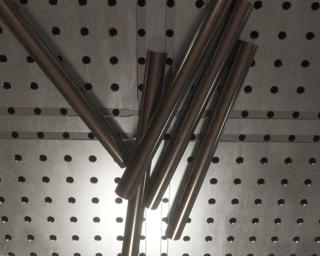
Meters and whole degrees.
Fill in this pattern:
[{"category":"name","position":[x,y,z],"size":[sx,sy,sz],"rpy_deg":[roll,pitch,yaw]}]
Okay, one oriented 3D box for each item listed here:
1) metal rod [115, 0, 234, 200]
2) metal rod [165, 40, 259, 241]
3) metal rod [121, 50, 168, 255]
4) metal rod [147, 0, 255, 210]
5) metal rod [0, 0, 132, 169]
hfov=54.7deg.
[{"category":"metal rod","position":[0.020,-0.046,0.373],"size":[0.025,0.025,0.298],"rpy_deg":[25,99,-9]},{"category":"metal rod","position":[0.064,0.030,0.425],"size":[0.025,0.025,0.298],"rpy_deg":[16,109,-6]},{"category":"metal rod","position":[-0.024,0.048,0.419],"size":[0.025,0.025,0.298],"rpy_deg":[8,106,-3]},{"category":"metal rod","position":[0.042,-0.017,0.407],"size":[0.025,0.025,0.298],"rpy_deg":[21,109,-8]},{"category":"metal rod","position":[-0.128,-0.068,0.386],"size":[0.025,0.025,0.299],"rpy_deg":[-32,107,11]}]
